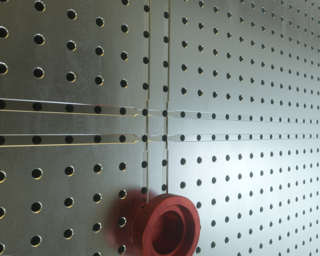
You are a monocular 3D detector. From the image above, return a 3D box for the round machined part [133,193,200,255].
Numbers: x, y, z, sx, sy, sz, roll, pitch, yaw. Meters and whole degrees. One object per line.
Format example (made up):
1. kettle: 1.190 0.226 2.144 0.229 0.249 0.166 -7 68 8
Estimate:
1. round machined part: 0.004 0.134 0.404 0.099 0.042 0.097 0 90 -40
